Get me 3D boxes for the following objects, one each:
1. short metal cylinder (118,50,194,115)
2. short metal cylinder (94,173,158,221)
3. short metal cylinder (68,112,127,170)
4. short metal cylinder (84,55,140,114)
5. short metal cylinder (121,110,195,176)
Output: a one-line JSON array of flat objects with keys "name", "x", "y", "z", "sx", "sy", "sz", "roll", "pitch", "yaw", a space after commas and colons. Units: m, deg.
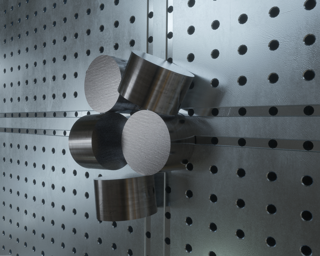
[{"name": "short metal cylinder", "x": -0.005, "y": -0.056, "z": 0.378, "sx": 0.080, "sy": 0.081, "sz": 0.050, "roll": 35, "pitch": 111, "yaw": 34}, {"name": "short metal cylinder", "x": -0.045, "y": 0.088, "z": 0.410, "sx": 0.080, "sy": 0.081, "sz": 0.050, "roll": -8, "pitch": 86, "yaw": 40}, {"name": "short metal cylinder", "x": -0.081, "y": 0.019, "z": 0.442, "sx": 0.050, "sy": 0.081, "sz": 0.080, "roll": -3, "pitch": 88, "yaw": 39}, {"name": "short metal cylinder", "x": -0.064, "y": -0.061, "z": 0.445, "sx": 0.080, "sy": 0.050, "sz": 0.079, "roll": 0, "pitch": 91, "yaw": 41}, {"name": "short metal cylinder", "x": -0.003, "y": 0.018, "z": 0.396, "sx": 0.080, "sy": 0.050, "sz": 0.079, "roll": 1, "pitch": 91, "yaw": 39}]
